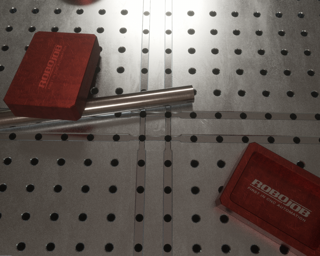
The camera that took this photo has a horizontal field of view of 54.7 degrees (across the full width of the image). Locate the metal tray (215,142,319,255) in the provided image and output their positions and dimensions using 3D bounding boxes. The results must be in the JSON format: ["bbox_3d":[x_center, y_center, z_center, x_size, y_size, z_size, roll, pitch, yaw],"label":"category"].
[{"bbox_3d":[0.147,0.088,0.378,0.130,0.030,0.090,30,72,10],"label":"metal tray"}]

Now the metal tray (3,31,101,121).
[{"bbox_3d":[-0.139,-0.074,0.418,0.091,0.030,0.130,4,58,4],"label":"metal tray"}]

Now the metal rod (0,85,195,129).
[{"bbox_3d":[-0.104,-0.026,0.420,0.302,0.025,0.025,-8,70,-4],"label":"metal rod"}]
